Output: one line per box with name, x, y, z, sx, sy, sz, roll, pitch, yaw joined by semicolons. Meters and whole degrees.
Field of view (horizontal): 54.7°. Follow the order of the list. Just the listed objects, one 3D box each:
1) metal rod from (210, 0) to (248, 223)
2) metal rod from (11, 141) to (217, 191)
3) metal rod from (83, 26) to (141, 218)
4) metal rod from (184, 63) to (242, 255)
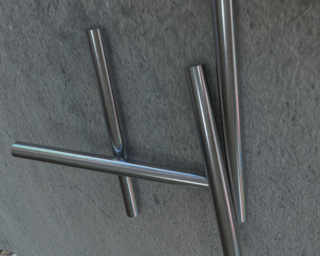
metal rod;0.083;-0.010;0.356;0.025;0.025;0.298;3;120;26
metal rod;-0.069;0.053;0.439;0.301;0.025;0.025;8;123;11
metal rod;-0.062;0.010;0.443;0.025;0.025;0.298;6;121;24
metal rod;0.073;0.069;0.385;0.025;0.025;0.298;-4;109;30
